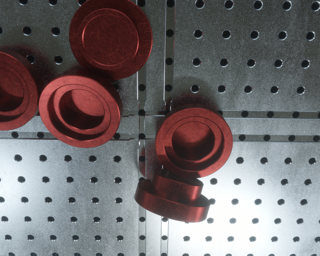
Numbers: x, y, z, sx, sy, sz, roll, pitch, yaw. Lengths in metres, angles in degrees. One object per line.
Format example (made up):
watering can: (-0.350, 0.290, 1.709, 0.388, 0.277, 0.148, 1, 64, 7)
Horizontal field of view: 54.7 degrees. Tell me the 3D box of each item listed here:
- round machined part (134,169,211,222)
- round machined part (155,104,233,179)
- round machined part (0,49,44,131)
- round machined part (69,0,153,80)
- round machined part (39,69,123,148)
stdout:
round machined part: (0.019, 0.084, 0.408, 0.099, 0.098, 0.042, 15, 93, -6)
round machined part: (0.043, 0.014, 0.410, 0.099, 0.042, 0.097, 0, 110, -1)
round machined part: (-0.193, -0.049, 0.384, 0.099, 0.042, 0.097, 0, 110, -1)
round machined part: (-0.058, -0.105, 0.365, 0.099, 0.042, 0.097, 0, 110, -1)
round machined part: (-0.095, -0.027, 0.387, 0.099, 0.042, 0.097, 2, 119, 4)
